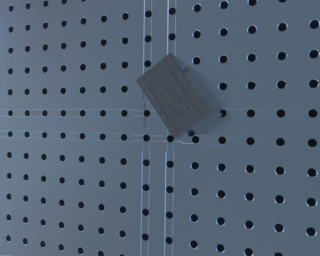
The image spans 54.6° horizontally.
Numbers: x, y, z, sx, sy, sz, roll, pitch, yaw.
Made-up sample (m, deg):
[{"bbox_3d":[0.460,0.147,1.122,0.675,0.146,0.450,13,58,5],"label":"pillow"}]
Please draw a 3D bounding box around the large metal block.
[{"bbox_3d":[0.027,-0.036,0.374,0.050,0.080,0.080,-37,78,16],"label":"large metal block"}]
